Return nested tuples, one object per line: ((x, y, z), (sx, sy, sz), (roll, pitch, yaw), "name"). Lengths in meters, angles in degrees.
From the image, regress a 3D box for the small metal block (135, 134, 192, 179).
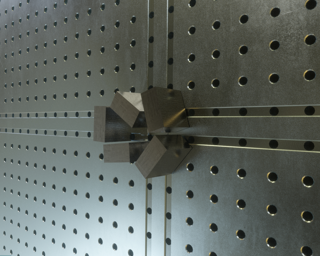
((0.004, 0.035, 0.390), (0.025, 0.050, 0.050), (50, 120, 29), "small metal block")

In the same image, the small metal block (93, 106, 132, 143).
((-0.068, -0.006, 0.450), (0.025, 0.050, 0.050), (5, 94, 40), "small metal block")

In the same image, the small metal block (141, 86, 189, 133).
((0.007, -0.022, 0.388), (0.025, 0.050, 0.050), (-21, 76, 38), "small metal block")

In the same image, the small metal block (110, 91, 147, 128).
((-0.030, -0.025, 0.419), (0.050, 0.050, 0.025), (41, 116, 32), "small metal block")

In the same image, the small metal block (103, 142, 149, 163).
((-0.042, 0.033, 0.428), (0.050, 0.050, 0.025), (-6, 86, 40), "small metal block")
